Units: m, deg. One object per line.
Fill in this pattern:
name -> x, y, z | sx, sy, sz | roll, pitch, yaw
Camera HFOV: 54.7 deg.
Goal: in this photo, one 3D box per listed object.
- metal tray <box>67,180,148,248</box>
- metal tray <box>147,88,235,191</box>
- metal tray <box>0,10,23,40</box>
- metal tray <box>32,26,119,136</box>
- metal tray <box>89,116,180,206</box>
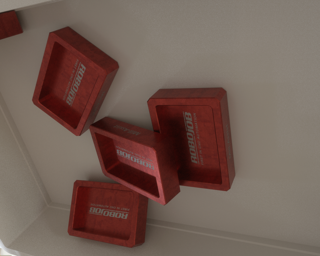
metal tray -> -0.084, 0.133, 0.497 | 0.130, 0.030, 0.090 | -1, 79, 28
metal tray -> 0.042, 0.015, 0.391 | 0.090, 0.030, 0.129 | 2, 120, 27
metal tray -> -0.258, -0.117, 0.396 | 0.090, 0.131, 0.030 | 4, 120, 32
metal tray -> -0.121, -0.060, 0.429 | 0.090, 0.030, 0.129 | 37, 129, 3
metal tray -> -0.036, 0.041, 0.423 | 0.130, 0.030, 0.089 | 16, 128, 40
